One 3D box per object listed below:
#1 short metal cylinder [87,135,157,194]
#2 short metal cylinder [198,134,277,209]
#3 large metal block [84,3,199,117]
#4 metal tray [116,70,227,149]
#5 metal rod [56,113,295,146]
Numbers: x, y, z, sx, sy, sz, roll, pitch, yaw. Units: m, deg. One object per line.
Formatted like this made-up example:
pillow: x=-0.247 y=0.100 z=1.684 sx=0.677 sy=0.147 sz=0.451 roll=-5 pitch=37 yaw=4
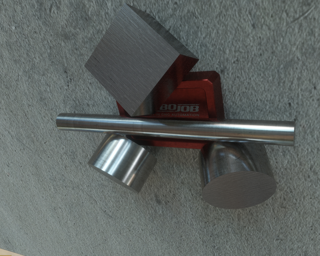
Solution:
short metal cylinder: x=-0.051 y=0.048 z=0.425 sx=0.080 sy=0.050 sz=0.080 roll=28 pitch=163 yaw=9
short metal cylinder: x=0.087 y=0.052 z=0.357 sx=0.081 sy=0.050 sz=0.080 roll=-1 pitch=137 yaw=0
large metal block: x=-0.020 y=-0.070 z=0.332 sx=0.080 sy=0.050 sz=0.080 roll=47 pitch=114 yaw=16
metal tray: x=0.012 y=-0.021 z=0.386 sx=0.130 sy=0.030 sz=0.089 roll=2 pitch=120 yaw=27
metal rod: x=-0.003 y=-0.002 z=0.370 sx=0.300 sy=0.025 sz=0.025 roll=3 pitch=120 yaw=26
